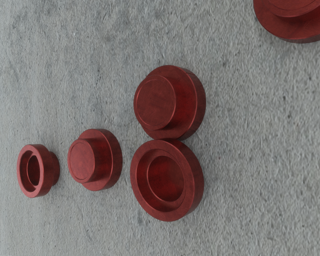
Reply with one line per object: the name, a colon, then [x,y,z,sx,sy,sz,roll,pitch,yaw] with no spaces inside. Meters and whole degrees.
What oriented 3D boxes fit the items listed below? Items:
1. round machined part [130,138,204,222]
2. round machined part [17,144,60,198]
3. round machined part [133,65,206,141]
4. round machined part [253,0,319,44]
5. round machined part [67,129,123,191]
round machined part: [0.013,0.060,0.380,0.098,0.042,0.097,6,99,39]
round machined part: [-0.224,0.079,0.580,0.098,0.042,0.097,0,90,40]
round machined part: [0.005,-0.031,0.390,0.098,0.042,0.097,0,90,40]
round machined part: [0.132,-0.131,0.285,0.098,0.042,0.097,0,90,40]
round machined part: [-0.107,0.050,0.483,0.098,0.042,0.097,0,90,40]
